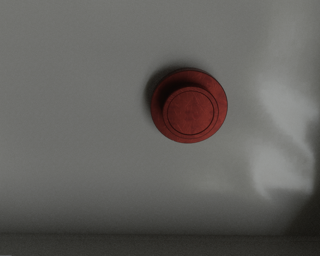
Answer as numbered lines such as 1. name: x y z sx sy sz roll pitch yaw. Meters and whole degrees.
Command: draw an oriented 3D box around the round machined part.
1. round machined part: 0.037 -0.024 0.393 0.099 0.042 0.097 0 110 0
